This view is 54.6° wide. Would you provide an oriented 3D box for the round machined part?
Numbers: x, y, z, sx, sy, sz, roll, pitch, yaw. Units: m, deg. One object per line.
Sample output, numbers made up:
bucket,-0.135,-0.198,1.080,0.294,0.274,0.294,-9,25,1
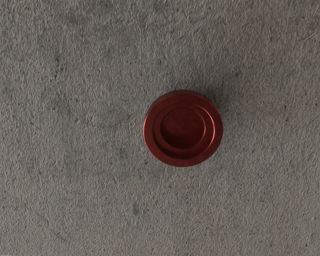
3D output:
round machined part,0.029,-0.002,0.400,0.099,0.042,0.097,0,110,0
